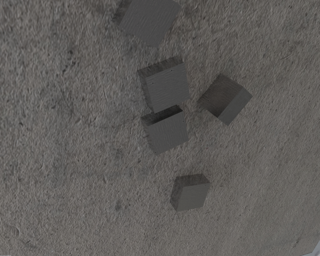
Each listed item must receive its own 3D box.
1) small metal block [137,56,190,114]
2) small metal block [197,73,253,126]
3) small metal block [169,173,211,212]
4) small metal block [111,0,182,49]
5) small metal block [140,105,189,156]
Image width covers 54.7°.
[{"bbox_3d":[0.006,-0.053,0.377,0.050,0.025,0.050,-24,127,-14],"label":"small metal block"},{"bbox_3d":[0.086,-0.039,0.413,0.025,0.050,0.050,32,100,-38],"label":"small metal block"},{"bbox_3d":[0.048,0.103,0.497,0.050,0.025,0.050,-3,120,-27],"label":"small metal block"},{"bbox_3d":[-0.014,-0.120,0.325,0.050,0.025,0.050,21,107,-36],"label":"small metal block"},{"bbox_3d":[0.007,0.002,0.412,0.050,0.025,0.050,-24,127,-14],"label":"small metal block"}]
